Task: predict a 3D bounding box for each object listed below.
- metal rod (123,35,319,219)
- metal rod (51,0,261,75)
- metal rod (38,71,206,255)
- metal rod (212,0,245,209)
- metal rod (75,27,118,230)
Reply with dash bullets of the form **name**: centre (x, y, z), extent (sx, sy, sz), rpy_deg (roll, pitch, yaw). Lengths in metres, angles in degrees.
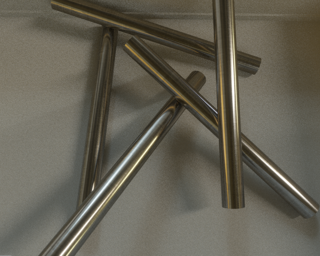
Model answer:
- **metal rod**: centre (0.073, -0.002, 0.378), extent (0.300, 0.025, 0.025), rpy_deg (43, 75, 1)
- **metal rod**: centre (-0.004, -0.134, 0.439), extent (0.302, 0.025, 0.025), rpy_deg (18, 71, -1)
- **metal rod**: centre (-0.022, 0.025, 0.349), extent (0.025, 0.025, 0.301), rpy_deg (31, 53, 10)
- **metal rod**: centre (0.077, -0.061, 0.356), extent (0.025, 0.025, 0.298), rpy_deg (-2, 86, -1)
- **metal rod**: centre (-0.082, -0.021, 0.416), extent (0.025, 0.025, 0.299), rpy_deg (3, 70, 1)
